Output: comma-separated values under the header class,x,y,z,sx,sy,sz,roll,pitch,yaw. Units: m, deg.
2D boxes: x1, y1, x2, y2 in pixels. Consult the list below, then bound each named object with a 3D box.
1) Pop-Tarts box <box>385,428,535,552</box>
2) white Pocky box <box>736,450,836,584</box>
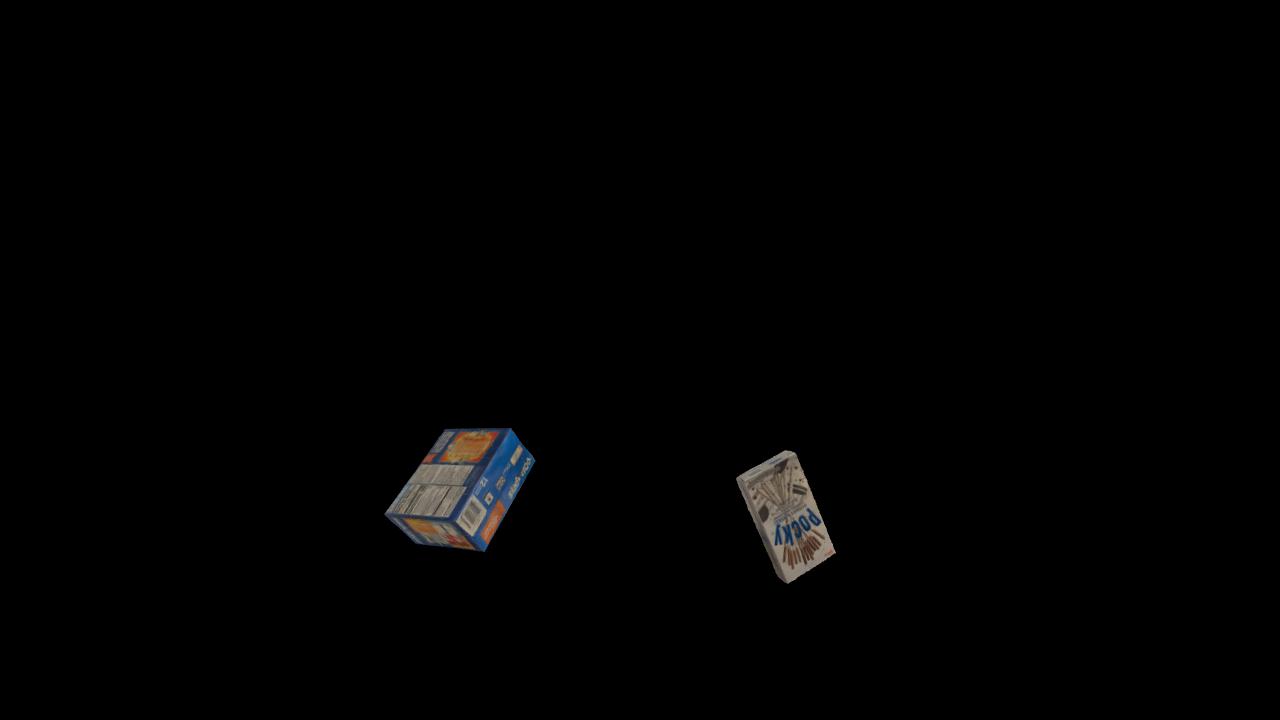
class,x,y,z,sx,sy,sz,roll,pitch,yaw
Pop-Tarts box,-0.264,0.189,0.920,0.141,0.083,0.167,-4,40,28
white Pocky box,0.192,0.205,0.808,0.084,0.154,0.028,-26,8,-15
